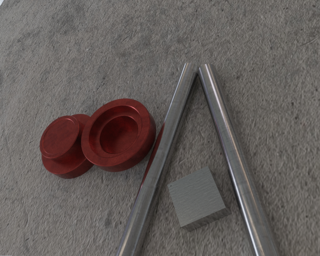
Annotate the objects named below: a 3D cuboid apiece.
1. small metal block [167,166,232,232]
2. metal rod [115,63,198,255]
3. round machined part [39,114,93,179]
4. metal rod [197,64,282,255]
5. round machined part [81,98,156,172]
[{"bbox_3d":[0.042,0.077,0.335,0.050,0.025,0.050,-27,52,11],"label":"small metal block"},{"bbox_3d":[-0.003,0.048,0.375,0.025,0.025,0.300,6,64,31],"label":"metal rod"},{"bbox_3d":[-0.134,0.021,0.450,0.098,0.042,0.098,-13,56,21],"label":"round machined part"},{"bbox_3d":[0.085,0.043,0.332,0.025,0.025,0.299,-21,54,15],"label":"metal rod"},{"bbox_3d":[-0.050,0.013,0.409,0.098,0.042,0.098,-11,58,18],"label":"round machined part"}]
